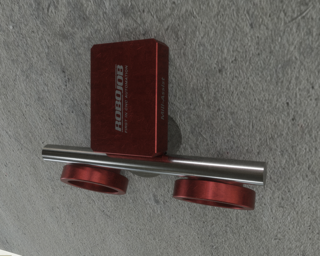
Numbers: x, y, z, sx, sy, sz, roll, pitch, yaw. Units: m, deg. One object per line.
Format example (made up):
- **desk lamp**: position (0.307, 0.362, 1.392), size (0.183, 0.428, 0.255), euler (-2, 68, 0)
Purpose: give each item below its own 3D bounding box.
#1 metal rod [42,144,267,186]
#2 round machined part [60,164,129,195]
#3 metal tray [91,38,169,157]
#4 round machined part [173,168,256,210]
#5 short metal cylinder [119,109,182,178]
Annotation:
- **metal rod**: position (-0.027, 0.041, 0.383), size (0.301, 0.025, 0.025), euler (2, 120, 26)
- **round machined part**: position (-0.095, 0.069, 0.467), size (0.099, 0.042, 0.098), euler (9, 159, 4)
- **metal tray**: position (-0.037, -0.034, 0.367), size (0.090, 0.030, 0.129), euler (2, 93, 26)
- **round machined part**: position (0.067, 0.072, 0.383), size (0.099, 0.042, 0.098), euler (9, 164, 3)
- **short metal cylinder**: position (-0.017, 0.019, 0.412), size (0.080, 0.050, 0.079), euler (13, 124, 20)
